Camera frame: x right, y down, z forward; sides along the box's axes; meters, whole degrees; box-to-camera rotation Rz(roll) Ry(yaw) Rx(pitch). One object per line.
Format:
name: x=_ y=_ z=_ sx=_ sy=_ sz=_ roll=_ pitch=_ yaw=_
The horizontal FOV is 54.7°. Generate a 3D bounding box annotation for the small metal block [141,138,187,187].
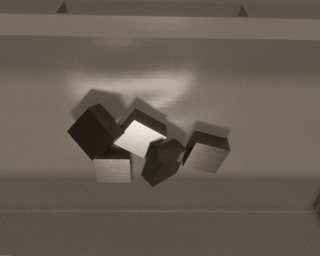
small metal block: x=0.005 y=0.048 z=0.432 sx=0.050 sy=0.025 sz=0.050 roll=-24 pitch=145 yaw=-41

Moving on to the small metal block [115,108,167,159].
small metal block: x=-0.026 y=0.008 z=0.416 sx=0.050 sy=0.025 sz=0.050 roll=29 pitch=124 yaw=-23

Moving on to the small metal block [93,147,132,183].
small metal block: x=-0.068 y=0.054 z=0.454 sx=0.050 sy=0.025 sz=0.050 roll=0 pitch=130 yaw=-1

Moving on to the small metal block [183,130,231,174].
small metal block: x=0.064 y=0.035 z=0.440 sx=0.050 sy=0.025 sz=0.050 roll=14 pitch=129 yaw=-12

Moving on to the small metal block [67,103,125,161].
small metal block: x=-0.083 y=0.005 z=0.398 sx=0.050 sy=0.025 sz=0.050 roll=-41 pitch=88 yaw=29
